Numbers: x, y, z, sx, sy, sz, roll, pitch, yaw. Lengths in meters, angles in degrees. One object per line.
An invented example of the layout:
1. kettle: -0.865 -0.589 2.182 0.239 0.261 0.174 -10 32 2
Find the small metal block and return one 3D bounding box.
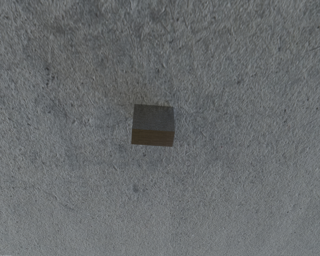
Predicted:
1. small metal block: -0.009 -0.004 0.388 0.050 0.050 0.025 4 130 -4
